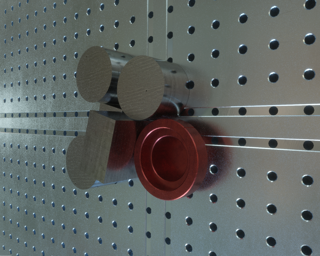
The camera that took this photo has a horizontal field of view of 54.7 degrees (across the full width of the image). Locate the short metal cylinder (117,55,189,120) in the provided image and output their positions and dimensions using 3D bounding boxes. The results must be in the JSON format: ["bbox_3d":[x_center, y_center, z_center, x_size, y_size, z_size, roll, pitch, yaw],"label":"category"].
[{"bbox_3d":[-0.009,-0.050,0.401,0.080,0.050,0.080,0,90,40],"label":"short metal cylinder"}]

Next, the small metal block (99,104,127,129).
[{"bbox_3d":[-0.068,-0.008,0.465,0.050,0.025,0.050,19,102,38],"label":"small metal block"}]

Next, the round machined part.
[{"bbox_3d":[0.018,0.037,0.384,0.098,0.042,0.097,0,90,40],"label":"round machined part"}]

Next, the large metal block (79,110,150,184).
[{"bbox_3d":[-0.053,0.022,0.413,0.050,0.081,0.079,20,103,38],"label":"large metal block"}]

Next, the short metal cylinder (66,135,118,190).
[{"bbox_3d":[-0.099,0.051,0.475,0.080,0.050,0.080,0,90,40],"label":"short metal cylinder"}]

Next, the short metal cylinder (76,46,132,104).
[{"bbox_3d":[-0.079,-0.076,0.458,0.080,0.050,0.080,0,90,40],"label":"short metal cylinder"}]
